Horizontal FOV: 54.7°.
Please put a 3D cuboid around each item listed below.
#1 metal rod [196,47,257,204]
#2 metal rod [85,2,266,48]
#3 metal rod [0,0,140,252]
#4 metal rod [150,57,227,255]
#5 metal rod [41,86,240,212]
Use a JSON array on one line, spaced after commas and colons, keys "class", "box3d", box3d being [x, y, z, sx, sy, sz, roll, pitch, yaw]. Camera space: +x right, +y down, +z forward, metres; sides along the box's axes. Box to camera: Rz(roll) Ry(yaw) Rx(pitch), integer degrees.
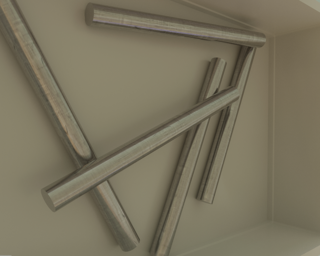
[{"class": "metal rod", "box3d": [0.115, -0.025, 0.505, 0.025, 0.025, 0.299, 31, 71, -36]}, {"class": "metal rod", "box3d": [0.044, -0.136, 0.430, 0.303, 0.025, 0.025, -5, 93, -36]}, {"class": "metal rod", "box3d": [-0.092, 0.011, 0.331, 0.025, 0.025, 0.299, -36, 113, -34]}, {"class": "metal rod", "box3d": [0.045, 0.033, 0.446, 0.025, 0.025, 0.299, 31, 71, -36]}, {"class": "metal rod", "box3d": [0.003, 0.008, 0.376, 0.302, 0.025, 0.025, -29, 109, -36]}]
